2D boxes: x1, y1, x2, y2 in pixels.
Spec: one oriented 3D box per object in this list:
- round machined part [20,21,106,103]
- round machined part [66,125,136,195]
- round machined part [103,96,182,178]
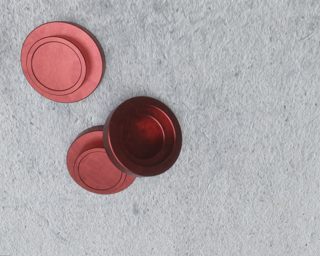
[{"bbox_3d":[-0.118,-0.076,0.371,0.099,0.042,0.097,0,110,0],"label":"round machined part"},{"bbox_3d":[-0.077,0.049,0.418,0.099,0.042,0.097,0,110,0],"label":"round machined part"},{"bbox_3d":[-0.025,0.013,0.387,0.099,0.042,0.098,7,75,-28],"label":"round machined part"}]
